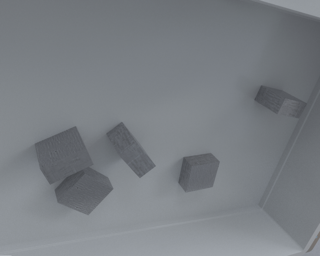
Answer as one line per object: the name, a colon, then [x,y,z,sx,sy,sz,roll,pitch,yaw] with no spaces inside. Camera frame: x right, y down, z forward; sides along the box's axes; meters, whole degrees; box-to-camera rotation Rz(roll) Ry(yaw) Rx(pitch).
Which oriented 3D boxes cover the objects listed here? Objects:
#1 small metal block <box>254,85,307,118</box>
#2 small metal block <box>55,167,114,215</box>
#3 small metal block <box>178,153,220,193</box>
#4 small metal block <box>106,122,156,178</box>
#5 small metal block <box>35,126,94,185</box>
small metal block: [0.181,-0.040,0.467,0.050,0.050,0.025,7,115,-31]
small metal block: [-0.099,0.080,0.404,0.050,0.025,0.050,-47,129,5]
small metal block: [0.061,0.070,0.485,0.050,0.025,0.050,-6,121,-26]
small metal block: [-0.037,0.027,0.389,0.025,0.050,0.050,-37,129,-3]
small metal block: [-0.109,0.029,0.351,0.050,0.050,0.025,-25,128,-13]
